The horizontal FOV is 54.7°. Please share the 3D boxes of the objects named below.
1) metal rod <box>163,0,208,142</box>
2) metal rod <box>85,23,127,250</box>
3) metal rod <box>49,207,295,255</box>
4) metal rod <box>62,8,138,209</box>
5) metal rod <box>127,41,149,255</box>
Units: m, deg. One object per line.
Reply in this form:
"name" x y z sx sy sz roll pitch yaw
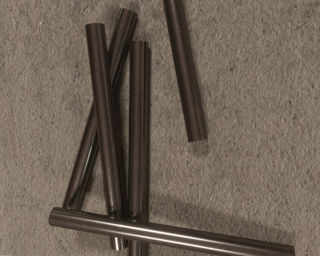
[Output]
"metal rod" 0.022 -0.131 0.400 0.025 0.025 0.298 -11 86 19
"metal rod" -0.070 0.015 0.414 0.025 0.025 0.298 -4 96 19
"metal rod" 0.005 0.133 0.385 0.301 0.025 0.025 6 92 11
"metal rod" -0.088 -0.017 0.438 0.025 0.025 0.298 20 96 18
"metal rod" -0.030 0.034 0.418 0.025 0.025 0.298 1 90 19
